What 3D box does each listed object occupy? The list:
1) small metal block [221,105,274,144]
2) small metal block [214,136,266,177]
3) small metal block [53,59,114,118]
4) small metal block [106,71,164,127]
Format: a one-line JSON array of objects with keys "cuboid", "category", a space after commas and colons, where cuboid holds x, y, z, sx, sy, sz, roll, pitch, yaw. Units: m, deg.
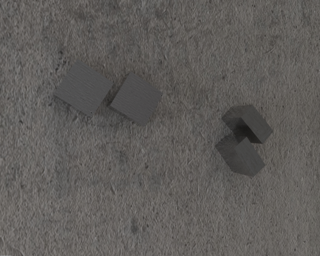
[{"cuboid": [0.123, -0.005, 0.441, 0.025, 0.050, 0.050, -46, 105, -14], "category": "small metal block"}, {"cuboid": [0.112, 0.039, 0.437, 0.025, 0.050, 0.050, -40, 103, -16], "category": "small metal block"}, {"cuboid": [-0.093, -0.047, 0.375, 0.050, 0.025, 0.050, 34, 79, -17], "category": "small metal block"}, {"cuboid": [-0.032, -0.036, 0.397, 0.050, 0.025, 0.050, 33, 79, -17], "category": "small metal block"}]
